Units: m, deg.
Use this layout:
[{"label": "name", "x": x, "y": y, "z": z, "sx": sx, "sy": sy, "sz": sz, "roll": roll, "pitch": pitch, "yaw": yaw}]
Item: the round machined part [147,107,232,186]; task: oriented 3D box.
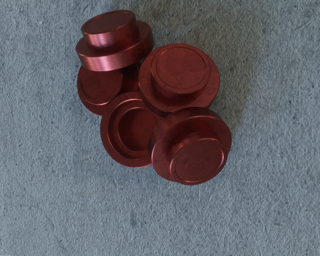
[{"label": "round machined part", "x": 0.038, "y": 0.028, "z": 0.358, "sx": 0.098, "sy": 0.098, "sz": 0.042, "roll": -45, "pitch": 36, "yaw": 14}]

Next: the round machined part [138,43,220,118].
[{"label": "round machined part", "x": 0.023, "y": -0.061, "z": 0.369, "sx": 0.099, "sy": 0.042, "sz": 0.098, "roll": 1, "pitch": 68, "yaw": -3}]

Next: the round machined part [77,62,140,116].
[{"label": "round machined part", "x": -0.073, "y": -0.064, "z": 0.427, "sx": 0.098, "sy": 0.042, "sz": 0.097, "roll": 0, "pitch": 90, "yaw": 19}]

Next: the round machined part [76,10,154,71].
[{"label": "round machined part", "x": -0.059, "y": -0.115, "z": 0.390, "sx": 0.098, "sy": 0.098, "sz": 0.042, "roll": 1, "pitch": 132, "yaw": 19}]

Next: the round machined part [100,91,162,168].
[{"label": "round machined part", "x": -0.025, "y": 0.002, "z": 0.409, "sx": 0.098, "sy": 0.042, "sz": 0.097, "roll": 0, "pitch": 90, "yaw": 19}]
